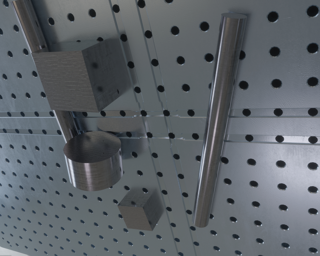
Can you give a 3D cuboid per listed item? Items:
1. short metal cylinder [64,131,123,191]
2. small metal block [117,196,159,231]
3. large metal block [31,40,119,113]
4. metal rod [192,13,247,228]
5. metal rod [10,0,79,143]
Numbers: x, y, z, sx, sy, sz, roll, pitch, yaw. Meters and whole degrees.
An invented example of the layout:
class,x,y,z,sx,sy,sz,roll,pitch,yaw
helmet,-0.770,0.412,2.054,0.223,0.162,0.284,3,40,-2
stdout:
class,x,y,z,sx,sy,sz,roll,pitch,yaw
short metal cylinder,-0.096,0.047,0.455,0.080,0.080,0.050,13,124,21
small metal block,-0.036,0.143,0.519,0.050,0.025,0.050,-5,116,30
large metal block,-0.110,-0.069,0.410,0.080,0.050,0.079,4,121,26
metal rod,0.067,0.015,0.384,0.025,0.025,0.298,16,125,19
metal rod,-0.152,-0.036,0.468,0.025,0.025,0.298,1,119,27
